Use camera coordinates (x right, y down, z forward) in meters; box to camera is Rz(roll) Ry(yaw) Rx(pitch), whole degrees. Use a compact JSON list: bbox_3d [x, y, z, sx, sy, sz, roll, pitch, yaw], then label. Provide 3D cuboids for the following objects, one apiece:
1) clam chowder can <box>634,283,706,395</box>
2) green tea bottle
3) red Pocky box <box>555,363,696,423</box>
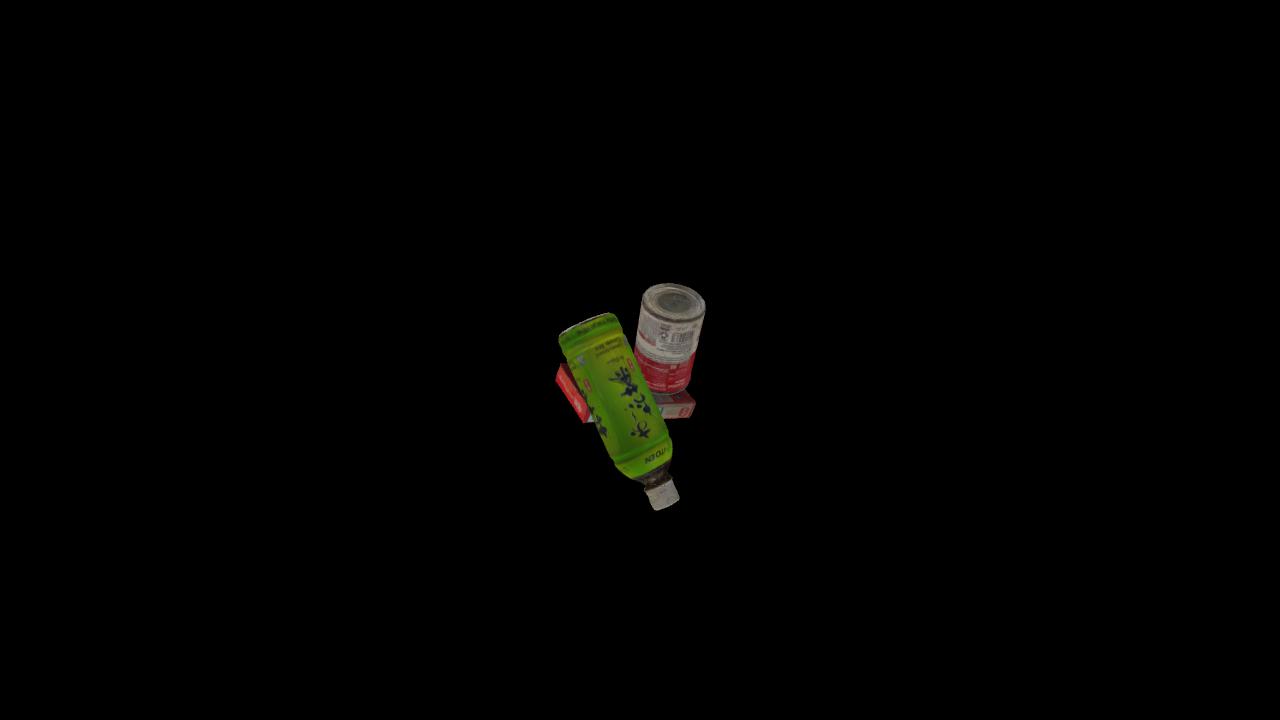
[{"bbox_3d":[0.029,-0.022,0.655,0.068,0.102,0.068,5,40,-4],"label":"clam chowder can"},{"bbox_3d":[-0.014,0.056,0.653,0.073,0.212,0.073,-26,-1,-1],"label":"green tea bottle"},{"bbox_3d":[-0.016,0.037,0.732,0.155,0.028,0.083,1,35,-35],"label":"red Pocky box"}]
